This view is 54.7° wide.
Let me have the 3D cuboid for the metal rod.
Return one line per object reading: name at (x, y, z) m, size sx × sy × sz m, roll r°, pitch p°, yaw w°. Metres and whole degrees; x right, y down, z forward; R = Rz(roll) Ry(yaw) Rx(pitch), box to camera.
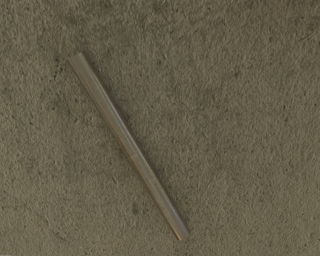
metal rod at (-0.034, 0.036, 0.422) m, size 0.025 × 0.025 × 0.299 m, roll -26°, pitch 108°, yaw 9°
